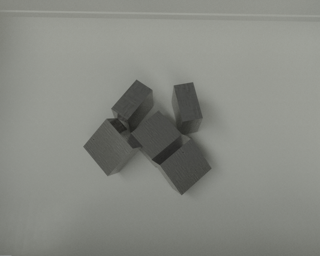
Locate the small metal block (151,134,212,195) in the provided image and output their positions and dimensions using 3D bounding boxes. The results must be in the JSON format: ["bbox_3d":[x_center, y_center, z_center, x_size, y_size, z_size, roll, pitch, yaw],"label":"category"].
[{"bbox_3d":[0.027,0.044,0.378,0.050,0.025,0.050,-39,112,-14],"label":"small metal block"}]

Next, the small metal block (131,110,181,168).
[{"bbox_3d":[-0.004,0.014,0.402,0.050,0.025,0.050,-40,75,-14],"label":"small metal block"}]

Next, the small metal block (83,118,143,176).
[{"bbox_3d":[-0.059,0.023,0.386,0.050,0.025,0.050,47,109,14],"label":"small metal block"}]

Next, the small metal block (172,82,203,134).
[{"bbox_3d":[0.034,-0.024,0.403,0.025,0.050,0.050,-10,70,-5],"label":"small metal block"}]

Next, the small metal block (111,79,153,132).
[{"bbox_3d":[-0.034,-0.027,0.403,0.025,0.050,0.050,35,74,12],"label":"small metal block"}]
